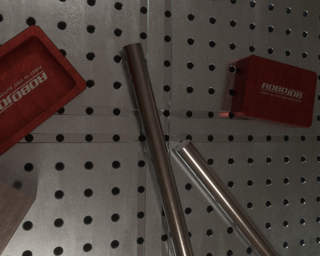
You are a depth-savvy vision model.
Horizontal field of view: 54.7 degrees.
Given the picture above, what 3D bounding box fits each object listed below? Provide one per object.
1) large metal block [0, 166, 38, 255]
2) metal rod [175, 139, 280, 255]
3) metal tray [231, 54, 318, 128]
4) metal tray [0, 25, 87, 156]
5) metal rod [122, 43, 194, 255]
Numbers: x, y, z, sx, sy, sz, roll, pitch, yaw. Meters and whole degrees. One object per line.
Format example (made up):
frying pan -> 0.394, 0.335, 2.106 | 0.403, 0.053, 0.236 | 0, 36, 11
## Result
large metal block -> -0.173, 0.089, 0.320 | 0.050, 0.080, 0.080 | 33, 79, -18
metal rod -> 0.122, 0.138, 0.459 | 0.025, 0.025, 0.300 | -42, 104, -15
metal tray -> 0.178, -0.053, 0.478 | 0.131, 0.030, 0.089 | 9, 87, -20
metal tray -> -0.162, -0.042, 0.350 | 0.130, 0.030, 0.090 | -42, 104, -15
metal rod -> 0.000, 0.038, 0.413 | 0.025, 0.025, 0.298 | -16, 96, -20
